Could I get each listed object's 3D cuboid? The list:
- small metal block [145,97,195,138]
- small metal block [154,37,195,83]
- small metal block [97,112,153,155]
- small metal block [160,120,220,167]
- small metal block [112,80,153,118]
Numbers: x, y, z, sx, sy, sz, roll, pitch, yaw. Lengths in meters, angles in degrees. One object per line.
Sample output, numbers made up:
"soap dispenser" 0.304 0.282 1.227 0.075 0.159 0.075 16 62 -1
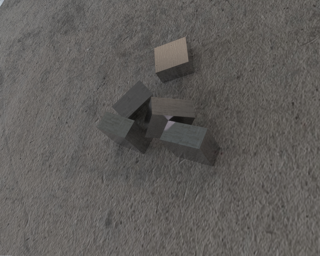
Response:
"small metal block" 0.010 -0.011 0.376 0.050 0.050 0.025 4 56 -11
"small metal block" 0.021 -0.100 0.454 0.050 0.025 0.050 -16 55 19
"small metal block" -0.046 0.007 0.407 0.050 0.050 0.025 18 72 35
"small metal block" 0.036 0.018 0.358 0.050 0.050 0.025 12 69 33
"small metal block" -0.036 -0.035 0.426 0.050 0.050 0.025 -44 90 -3
